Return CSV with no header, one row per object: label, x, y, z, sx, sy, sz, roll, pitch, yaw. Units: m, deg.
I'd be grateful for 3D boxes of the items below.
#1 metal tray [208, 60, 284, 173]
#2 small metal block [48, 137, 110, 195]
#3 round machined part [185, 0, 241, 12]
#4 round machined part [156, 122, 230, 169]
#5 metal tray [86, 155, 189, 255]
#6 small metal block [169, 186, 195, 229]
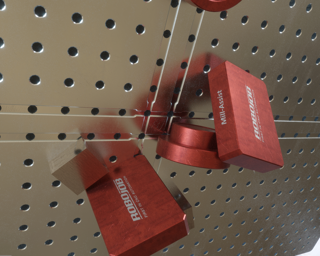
metal tray,0.110,-0.014,0.400,0.091,0.130,0.030,18,147,-35
small metal block,-0.100,0.048,0.386,0.050,0.025,0.050,-37,129,-4
round machined part,0.054,-0.175,0.321,0.099,0.042,0.097,-14,124,-21
round machined part,0.047,0.019,0.405,0.099,0.098,0.042,7,97,-32
metal tray,-0.034,0.095,0.383,0.091,0.130,0.030,-24,127,-14
small metal block,0.029,0.130,0.491,0.025,0.050,0.050,-21,127,-16
